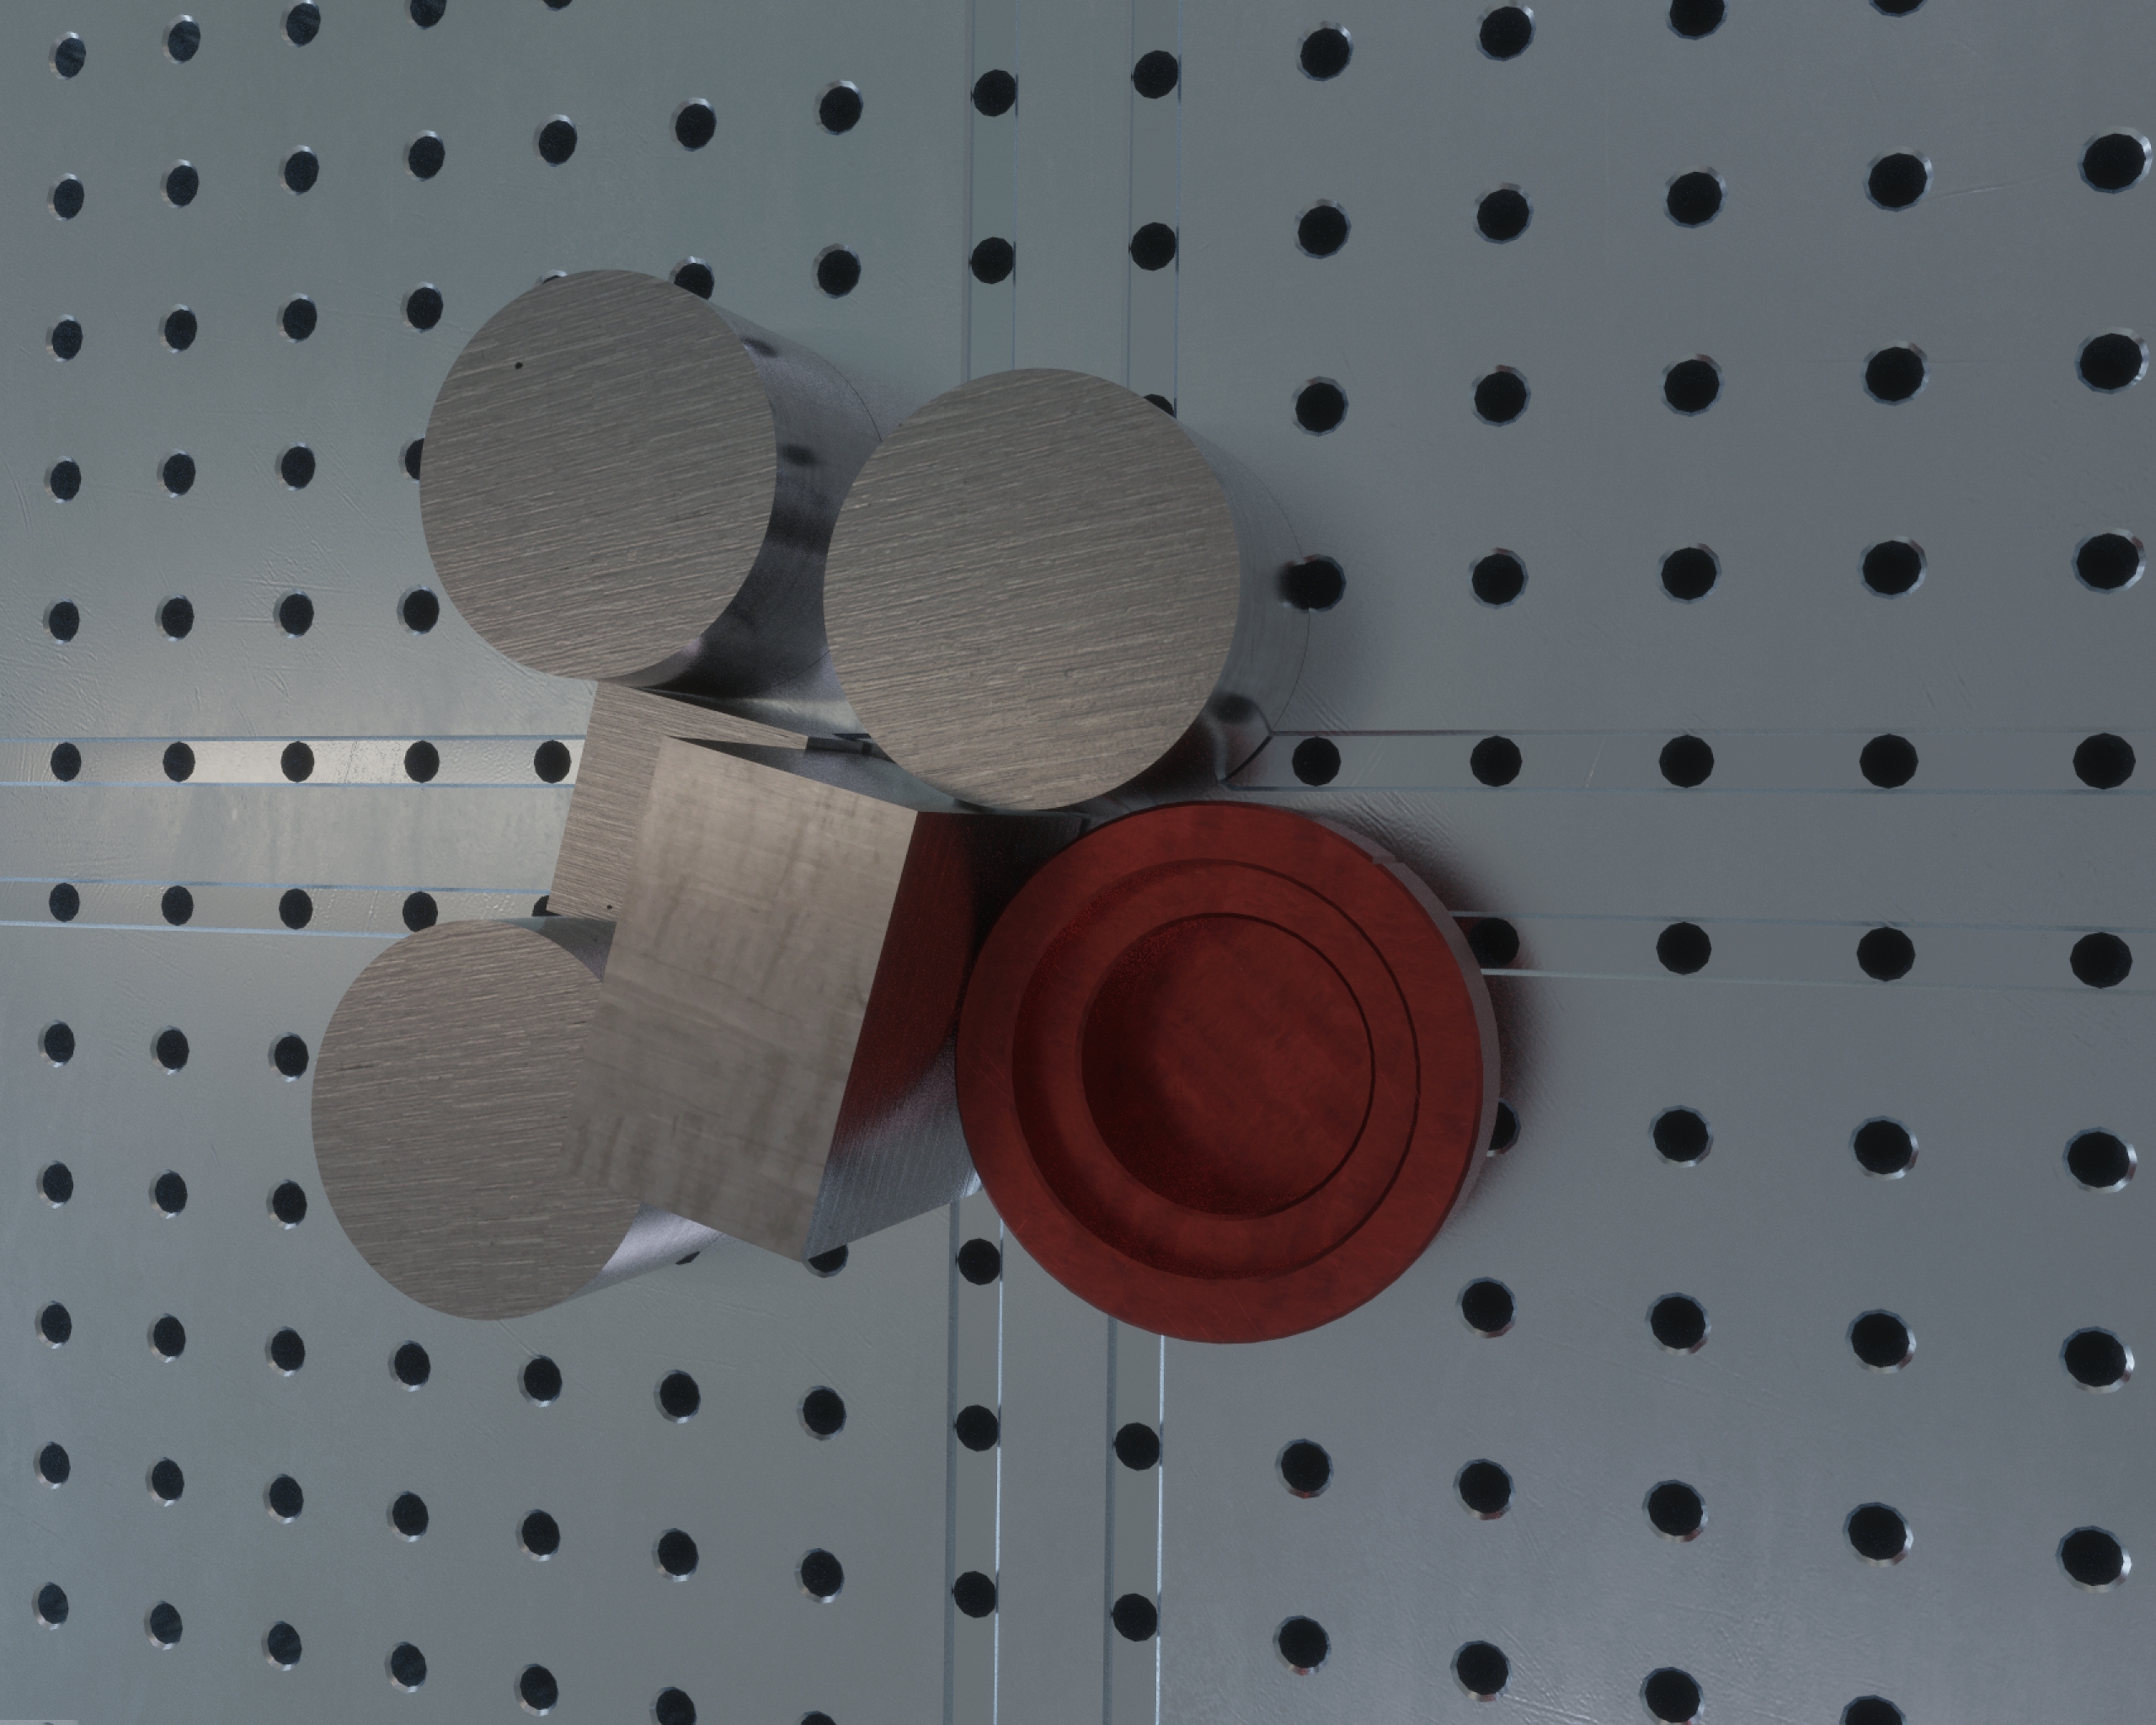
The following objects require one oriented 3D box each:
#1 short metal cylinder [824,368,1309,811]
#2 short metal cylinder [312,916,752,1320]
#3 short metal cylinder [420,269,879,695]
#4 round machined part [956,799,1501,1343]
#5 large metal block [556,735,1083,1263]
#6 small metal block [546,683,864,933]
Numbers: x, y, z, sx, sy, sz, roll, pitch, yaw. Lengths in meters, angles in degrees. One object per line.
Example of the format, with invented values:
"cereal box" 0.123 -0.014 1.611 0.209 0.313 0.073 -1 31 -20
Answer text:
"short metal cylinder" -0.001 -0.049 0.399 0.080 0.050 0.080 0 90 20
"short metal cylinder" -0.111 0.051 0.438 0.080 0.050 0.080 0 90 20
"short metal cylinder" -0.086 -0.076 0.429 0.080 0.050 0.080 0 90 20
"round machined part" 0.030 0.037 0.393 0.098 0.042 0.097 0 90 20
"large metal block" -0.046 0.023 0.396 0.050 0.080 0.080 17 96 19
"small metal block" -0.079 -0.008 0.440 0.050 0.025 0.050 16 95 19
